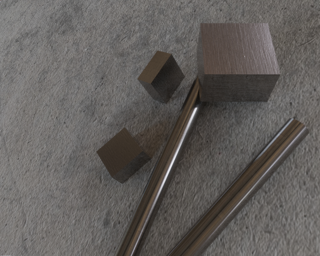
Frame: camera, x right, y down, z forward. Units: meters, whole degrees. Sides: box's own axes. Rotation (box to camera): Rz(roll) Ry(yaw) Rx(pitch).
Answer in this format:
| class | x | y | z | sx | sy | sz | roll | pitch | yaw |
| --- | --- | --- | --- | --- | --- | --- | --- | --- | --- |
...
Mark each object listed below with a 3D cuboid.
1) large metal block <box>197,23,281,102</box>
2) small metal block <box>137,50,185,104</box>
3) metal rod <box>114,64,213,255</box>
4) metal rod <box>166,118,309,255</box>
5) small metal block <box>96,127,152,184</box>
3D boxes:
| class | x | y | z | sx | sy | sz | roll | pitch | yaw |
| --- | --- | --- | --- | --- | --- | --- | --- | --- | --- |
| large metal block | 0.089 | -0.079 | 0.371 | 0.081 | 0.050 | 0.080 | 0 | 59 | 1 |
| small metal block | 0.003 | -0.069 | 0.428 | 0.025 | 0.050 | 0.050 | 24 | 75 | 36 |
| metal rod | 0.009 | 0.043 | 0.371 | 0.025 | 0.025 | 0.300 | 13 | 68 | 33 |
| metal rod | 0.044 | 0.107 | 0.314 | 0.300 | 0.025 | 0.025 | -47 | 52 | -5 |
| small metal block | -0.048 | 0.036 | 0.406 | 0.050 | 0.025 | 0.050 | -41 | 51 | 0 |
